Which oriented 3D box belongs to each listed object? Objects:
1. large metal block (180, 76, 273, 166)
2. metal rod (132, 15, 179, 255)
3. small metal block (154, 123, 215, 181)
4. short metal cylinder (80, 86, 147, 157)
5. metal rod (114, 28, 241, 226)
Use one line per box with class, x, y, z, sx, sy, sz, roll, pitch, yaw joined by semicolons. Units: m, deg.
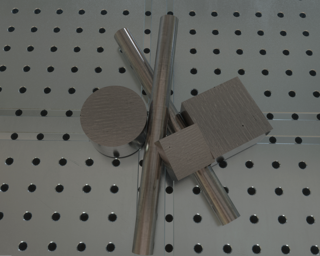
large metal block;0.081;-0.007;0.397;0.080;0.050;0.080;-26;72;-9
metal rod;-0.004;-0.001;0.387;0.025;0.025;0.299;6;78;2
small metal block;0.028;0.028;0.364;0.050;0.025;0.050;-24;87;-17
short metal cylinder;-0.056;-0.007;0.397;0.081;0.050;0.080;0;70;-1
metal rod;0.014;-0.014;0.413;0.025;0.025;0.299;-27;73;-9
